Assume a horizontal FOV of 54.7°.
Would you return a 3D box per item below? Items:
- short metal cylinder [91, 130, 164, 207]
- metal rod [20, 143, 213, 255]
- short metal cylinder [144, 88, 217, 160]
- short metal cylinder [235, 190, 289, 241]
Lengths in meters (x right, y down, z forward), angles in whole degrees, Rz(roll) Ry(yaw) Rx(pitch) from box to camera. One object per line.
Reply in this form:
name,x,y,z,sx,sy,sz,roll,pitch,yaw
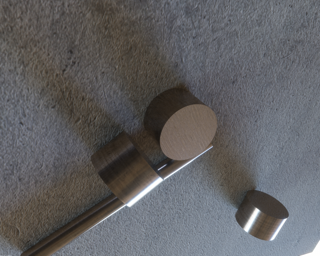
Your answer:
short metal cylinder,-0.039,0.049,0.380,0.050,0.080,0.080,-39,129,-2
metal rod,-0.055,0.100,0.438,0.301,0.025,0.025,-33,129,-7
short metal cylinder,0.026,-0.005,0.402,0.081,0.050,0.079,-14,124,-21
short metal cylinder,0.187,0.160,0.572,0.081,0.080,0.050,7,115,-32
